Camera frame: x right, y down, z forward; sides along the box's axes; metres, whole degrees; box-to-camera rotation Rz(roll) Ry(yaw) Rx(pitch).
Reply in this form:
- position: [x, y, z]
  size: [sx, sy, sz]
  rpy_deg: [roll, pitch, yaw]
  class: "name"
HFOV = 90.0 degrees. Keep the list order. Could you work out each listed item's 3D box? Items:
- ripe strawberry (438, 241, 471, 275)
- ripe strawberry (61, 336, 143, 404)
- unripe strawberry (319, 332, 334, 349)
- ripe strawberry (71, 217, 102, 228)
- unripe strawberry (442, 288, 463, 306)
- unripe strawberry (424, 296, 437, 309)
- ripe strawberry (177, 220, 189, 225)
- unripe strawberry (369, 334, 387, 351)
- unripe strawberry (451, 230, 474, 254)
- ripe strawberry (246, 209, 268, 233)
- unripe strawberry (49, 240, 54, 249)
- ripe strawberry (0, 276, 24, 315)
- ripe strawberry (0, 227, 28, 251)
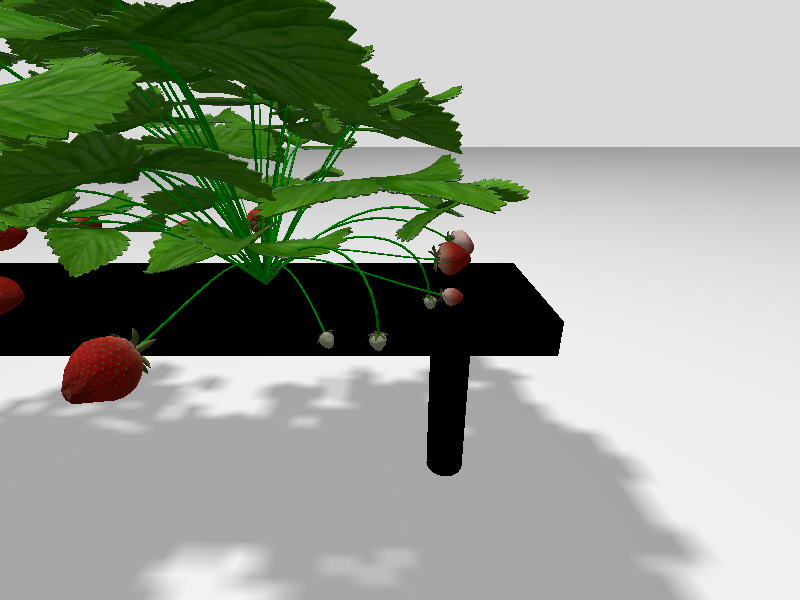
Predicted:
- position: [0.054, -0.041, 0.399]
  size: [0.034, 0.033, 0.031]
  rpy_deg: [-4, 23, -10]
  class: "ripe strawberry"
- position: [-0.155, 0.038, 0.207]
  size: [0.034, 0.036, 0.037]
  rpy_deg: [4, 24, 9]
  class: "ripe strawberry"
- position: [-0.048, 0.027, 0.262]
  size: [0.010, 0.011, 0.011]
  rpy_deg: [-14, -23, -30]
  class: "unripe strawberry"
- position: [-0.425, -0.104, 0.542]
  size: [0.039, 0.035, 0.035]
  rpy_deg: [17, 10, 35]
  class: "ripe strawberry"
- position: [0.043, -0.003, 0.326]
  size: [0.017, 0.014, 0.017]
  rpy_deg: [7, 24, 15]
  class: "unripe strawberry"
- position: [0.022, 0.002, 0.295]
  size: [0.010, 0.010, 0.009]
  rpy_deg: [12, 26, 26]
  class: "unripe strawberry"
- position: [-0.236, -0.061, 0.432]
  size: [0.039, 0.041, 0.036]
  rpy_deg: [13, 26, 30]
  class: "ripe strawberry"
- position: [-0.014, 0.026, 0.249]
  size: [0.011, 0.011, 0.011]
  rpy_deg: [-18, 29, -37]
  class: "unripe strawberry"
- position: [0.069, -0.061, 0.448]
  size: [0.033, 0.032, 0.030]
  rpy_deg: [13, 15, -29]
  class: "unripe strawberry"
- position: [-0.199, -0.112, 0.565]
  size: [0.033, 0.034, 0.036]
  rpy_deg: [-8, 23, -18]
  class: "ripe strawberry"
- position: [-0.385, -0.067, 0.460]
  size: [0.034, 0.033, 0.031]
  rpy_deg: [3, 22, 21]
  class: "unripe strawberry"
- position: [-0.306, -0.002, 0.303]
  size: [0.031, 0.031, 0.034]
  rpy_deg: [9, 24, 12]
  class: "ripe strawberry"
- position: [-0.471, -0.079, 0.473]
  size: [0.046, 0.039, 0.046]
  rpy_deg: [19, 29, 38]
  class: "ripe strawberry"
